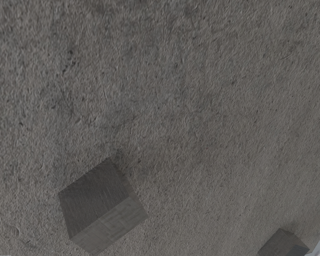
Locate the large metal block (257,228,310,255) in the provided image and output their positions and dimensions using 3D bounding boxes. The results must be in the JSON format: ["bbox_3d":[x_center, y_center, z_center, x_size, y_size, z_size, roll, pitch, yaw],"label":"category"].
[{"bbox_3d":[0.292,0.290,0.729,0.080,0.050,0.080,29,102,-38],"label":"large metal block"}]

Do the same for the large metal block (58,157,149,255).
[{"bbox_3d":[-0.073,0.097,0.391,0.080,0.080,0.050,-36,129,-5],"label":"large metal block"}]
